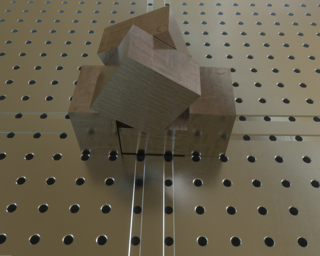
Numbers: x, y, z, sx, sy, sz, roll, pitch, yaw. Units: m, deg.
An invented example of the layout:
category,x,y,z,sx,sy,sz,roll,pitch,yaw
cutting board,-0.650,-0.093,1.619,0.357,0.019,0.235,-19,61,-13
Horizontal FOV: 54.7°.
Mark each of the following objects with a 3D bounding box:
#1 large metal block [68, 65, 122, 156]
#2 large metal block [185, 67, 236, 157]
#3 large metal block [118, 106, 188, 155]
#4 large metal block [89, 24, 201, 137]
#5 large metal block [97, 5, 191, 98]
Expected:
category,x,y,z,sx,sy,sz,roll,pitch,yaw
large metal block,-0.073,-0.022,0.389,0.050,0.080,0.080,2,50,1
large metal block,0.059,-0.020,0.389,0.050,0.080,0.080,3,50,2
large metal block,-0.006,-0.014,0.400,0.081,0.050,0.080,2,50,1
large metal block,-0.015,-0.044,0.322,0.080,0.080,0.050,25,45,-23
large metal block,-0.013,-0.081,0.357,0.080,0.080,0.050,-13,47,18
